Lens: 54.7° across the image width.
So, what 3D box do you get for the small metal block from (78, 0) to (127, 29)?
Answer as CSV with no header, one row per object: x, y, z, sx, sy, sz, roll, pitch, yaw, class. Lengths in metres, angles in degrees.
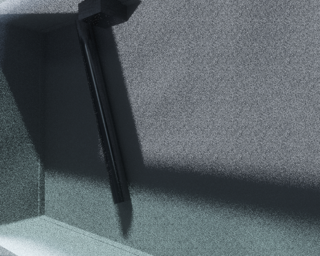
-0.084,-0.171,0.458,0.050,0.050,0.025,-1,89,39,small metal block

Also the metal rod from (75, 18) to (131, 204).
-0.091,-0.034,0.478,0.025,0.025,0.299,-23,76,37,metal rod
